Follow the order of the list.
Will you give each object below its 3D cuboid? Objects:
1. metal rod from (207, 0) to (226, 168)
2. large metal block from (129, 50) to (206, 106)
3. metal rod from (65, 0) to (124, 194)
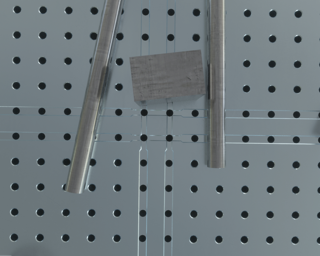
[{"bbox_3d":[0.075,-0.097,0.413,0.025,0.025,0.298,0,90,0],"label":"metal rod"},{"bbox_3d":[0.009,-0.059,0.386,0.080,0.080,0.050,-6,90,0],"label":"large metal block"},{"bbox_3d":[-0.083,-0.062,0.412,0.025,0.025,0.298,12,90,0],"label":"metal rod"}]
